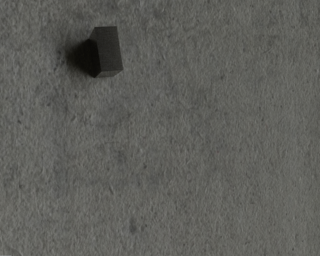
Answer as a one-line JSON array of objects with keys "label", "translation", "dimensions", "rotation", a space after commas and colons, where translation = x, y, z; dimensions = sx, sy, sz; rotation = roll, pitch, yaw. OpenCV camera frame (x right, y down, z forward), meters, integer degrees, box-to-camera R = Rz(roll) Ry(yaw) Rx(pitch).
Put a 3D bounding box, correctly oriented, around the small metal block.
[{"label": "small metal block", "translation": [-0.066, -0.089, 0.372], "dimensions": [0.025, 0.050, 0.050], "rotation": [-9, 94, -20]}]
